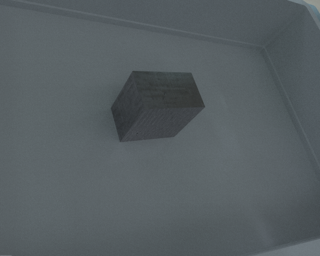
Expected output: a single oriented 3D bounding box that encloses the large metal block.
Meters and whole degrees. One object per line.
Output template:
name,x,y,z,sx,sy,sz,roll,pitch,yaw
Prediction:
large metal block,-0.005,-0.025,0.384,0.081,0.080,0.050,-4,64,-31
